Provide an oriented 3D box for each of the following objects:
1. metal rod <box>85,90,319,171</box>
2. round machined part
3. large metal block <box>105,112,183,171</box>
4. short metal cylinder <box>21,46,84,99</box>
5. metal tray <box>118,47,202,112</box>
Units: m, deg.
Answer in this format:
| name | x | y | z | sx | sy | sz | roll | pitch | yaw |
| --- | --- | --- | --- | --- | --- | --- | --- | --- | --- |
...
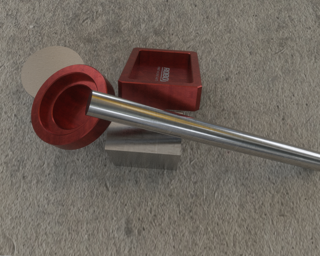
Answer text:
| name | x | y | z | sx | sy | sz | roll | pitch | yaw |
| --- | --- | --- | --- | --- | --- | --- | --- | --- | --- |
| metal rod | 0.070 | 0.010 | 0.344 | 0.302 | 0.025 | 0.025 | 14 | 69 | -21 |
| round machined part | -0.095 | -0.021 | 0.360 | 0.098 | 0.042 | 0.098 | -7 | 68 | 18 |
| large metal block | -0.017 | 0.016 | 0.374 | 0.081 | 0.080 | 0.050 | 4 | 70 | 1 |
| short metal cylinder | -0.136 | -0.062 | 0.417 | 0.081 | 0.050 | 0.080 | 0 | 70 | 0 |
| metal tray | 0.003 | -0.066 | 0.391 | 0.091 | 0.030 | 0.130 | 4 | 31 | 1 |
